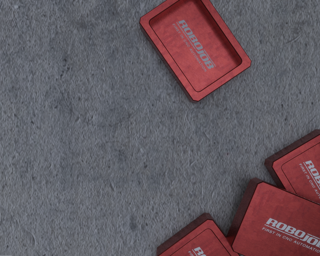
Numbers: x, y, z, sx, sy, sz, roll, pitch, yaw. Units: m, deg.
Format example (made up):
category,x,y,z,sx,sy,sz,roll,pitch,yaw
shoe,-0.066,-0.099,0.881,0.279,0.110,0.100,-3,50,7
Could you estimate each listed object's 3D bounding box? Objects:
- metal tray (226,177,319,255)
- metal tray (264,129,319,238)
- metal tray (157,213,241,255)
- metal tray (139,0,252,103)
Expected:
category,x,y,z,sx,sy,sz,roll,pitch,yaw
metal tray,0.159,0.127,0.378,0.131,0.030,0.090,23,90,0
metal tray,0.212,0.078,0.408,0.090,0.030,0.130,-31,90,0
metal tray,0.067,0.191,0.407,0.090,0.030,0.130,-37,90,0
metal tray,0.045,-0.109,0.407,0.090,0.030,0.130,-34,90,0
